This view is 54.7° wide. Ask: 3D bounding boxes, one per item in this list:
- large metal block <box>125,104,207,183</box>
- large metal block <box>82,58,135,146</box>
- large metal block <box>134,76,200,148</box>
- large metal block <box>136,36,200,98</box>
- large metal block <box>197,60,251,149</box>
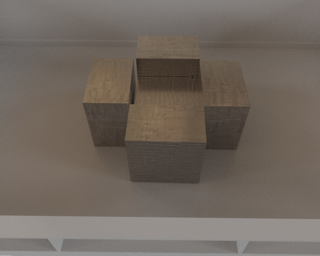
[{"bbox_3d":[0.006,0.020,0.351,0.080,0.080,0.050,1,50,1],"label":"large metal block"},{"bbox_3d":[-0.059,-0.032,0.395,0.050,0.080,0.080,1,50,1],"label":"large metal block"},{"bbox_3d":[0.009,-0.022,0.404,0.080,0.050,0.080,1,50,0],"label":"large metal block"},{"bbox_3d":[0.011,-0.081,0.435,0.080,0.080,0.050,1,50,0],"label":"large metal block"},{"bbox_3d":[0.074,-0.029,0.393,0.050,0.080,0.080,1,50,1],"label":"large metal block"}]
